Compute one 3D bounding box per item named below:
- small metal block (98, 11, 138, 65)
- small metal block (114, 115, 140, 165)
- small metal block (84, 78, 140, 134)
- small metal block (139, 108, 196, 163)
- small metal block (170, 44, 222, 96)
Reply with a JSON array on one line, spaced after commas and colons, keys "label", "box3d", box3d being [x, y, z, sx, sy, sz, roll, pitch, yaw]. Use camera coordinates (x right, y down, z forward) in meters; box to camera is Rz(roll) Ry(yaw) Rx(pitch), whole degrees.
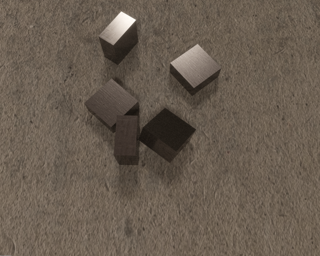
[{"label": "small metal block", "box3d": [-0.057, -0.126, 0.440, 0.025, 0.050, 0.050, 33, 73, 11]}, {"label": "small metal block", "box3d": [-0.040, 0.017, 0.388, 0.025, 0.050, 0.050, 1, 70, 0]}, {"label": "small metal block", "box3d": [-0.064, -0.030, 0.418, 0.050, 0.025, 0.050, 41, 75, 13]}, {"label": "small metal block", "box3d": [0.010, 0.008, 0.395, 0.050, 0.025, 0.050, 36, 47, 11]}, {"label": "small metal block", "box3d": [0.049, -0.082, 0.439, 0.050, 0.025, 0.050, -37, 75, -13]}]
